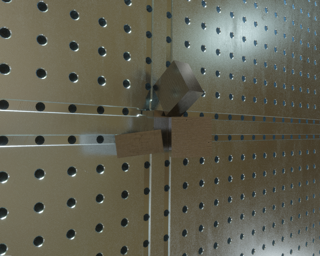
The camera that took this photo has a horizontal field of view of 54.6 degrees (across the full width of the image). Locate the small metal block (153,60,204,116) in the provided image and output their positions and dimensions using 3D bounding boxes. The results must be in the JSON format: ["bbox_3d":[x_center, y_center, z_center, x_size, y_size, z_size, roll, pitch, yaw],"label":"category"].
[{"bbox_3d":[0.022,-0.049,0.397,0.025,0.050,0.050,4,52,-39],"label":"small metal block"}]

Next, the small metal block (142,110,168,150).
[{"bbox_3d":[0.004,0.003,0.411,0.050,0.025,0.050,3,88,-40],"label":"small metal block"}]

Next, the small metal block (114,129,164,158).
[{"bbox_3d":[-0.024,0.017,0.358,0.050,0.050,0.025,-7,89,-5],"label":"small metal block"}]

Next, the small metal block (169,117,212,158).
[{"bbox_3d":[0.038,0.011,0.392,0.050,0.025,0.050,0,90,-7],"label":"small metal block"}]

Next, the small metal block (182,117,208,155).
[{"bbox_3d":[0.050,0.012,0.436,0.050,0.025,0.050,7,85,-71],"label":"small metal block"}]
